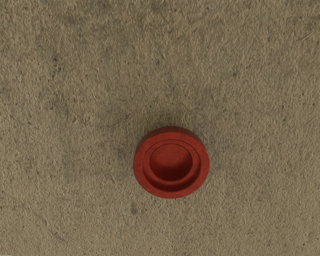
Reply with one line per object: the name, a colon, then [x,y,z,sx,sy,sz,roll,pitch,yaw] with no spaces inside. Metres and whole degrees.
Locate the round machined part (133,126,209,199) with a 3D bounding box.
round machined part: [0.014,0.042,0.418,0.099,0.042,0.097,0,110,-1]
